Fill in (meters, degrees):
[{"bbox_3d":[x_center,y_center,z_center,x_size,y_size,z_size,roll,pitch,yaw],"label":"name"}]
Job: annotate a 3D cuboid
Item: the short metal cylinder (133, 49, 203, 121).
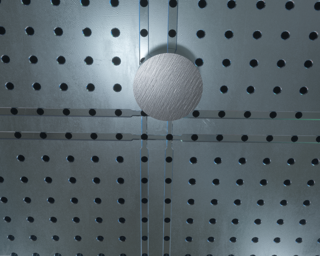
[{"bbox_3d":[0.009,-0.054,0.380,0.080,0.050,0.079,0,110,0],"label":"short metal cylinder"}]
